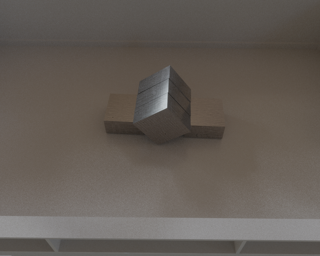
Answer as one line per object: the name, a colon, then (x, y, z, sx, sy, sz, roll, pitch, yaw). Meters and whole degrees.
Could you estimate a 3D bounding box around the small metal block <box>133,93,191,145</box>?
small metal block: (0.003, -0.010, 0.382, 0.050, 0.050, 0.025, -24, 43, 28)

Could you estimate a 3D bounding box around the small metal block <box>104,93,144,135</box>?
small metal block: (-0.045, -0.019, 0.419, 0.050, 0.025, 0.050, 3, 50, 2)

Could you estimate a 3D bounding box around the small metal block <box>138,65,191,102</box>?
small metal block: (0.007, -0.049, 0.414, 0.050, 0.050, 0.025, -23, 43, 28)

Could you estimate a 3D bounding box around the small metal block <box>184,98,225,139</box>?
small metal block: (0.058, -0.014, 0.416, 0.050, 0.025, 0.050, 2, 50, 1)

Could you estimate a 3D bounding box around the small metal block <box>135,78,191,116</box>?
small metal block: (0.005, -0.029, 0.398, 0.050, 0.050, 0.025, -24, 43, 28)
